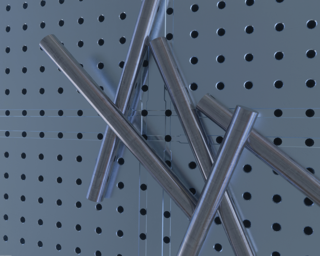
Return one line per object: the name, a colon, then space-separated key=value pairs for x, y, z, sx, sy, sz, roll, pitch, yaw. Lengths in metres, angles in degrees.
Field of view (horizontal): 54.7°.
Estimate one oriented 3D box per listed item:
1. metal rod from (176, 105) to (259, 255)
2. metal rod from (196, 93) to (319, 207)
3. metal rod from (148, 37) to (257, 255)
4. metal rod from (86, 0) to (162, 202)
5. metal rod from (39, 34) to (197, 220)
metal rod: x=0.048 y=0.115 z=0.373 sx=0.025 sy=0.025 sz=0.298 roll=24 pitch=106 yaw=18
metal rod: x=0.164 y=0.060 z=0.354 sx=0.300 sy=0.025 sz=0.025 roll=41 pitch=103 yaw=15
metal rod: x=0.051 y=0.022 z=0.393 sx=0.025 sy=0.025 sz=0.299 roll=-24 pitch=82 yaw=18
metal rod: x=-0.050 y=-0.041 z=0.429 sx=0.025 sy=0.025 sz=0.298 roll=19 pitch=96 yaw=18
metal rod: x=-0.052 y=-0.004 z=0.405 sx=0.025 sy=0.025 sz=0.300 roll=-42 pitch=87 yaw=15
